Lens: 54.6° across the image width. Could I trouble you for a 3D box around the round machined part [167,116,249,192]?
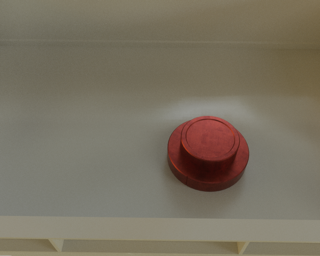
[{"bbox_3d":[0.058,0.024,0.375,0.099,0.042,0.098,0,50,0],"label":"round machined part"}]
